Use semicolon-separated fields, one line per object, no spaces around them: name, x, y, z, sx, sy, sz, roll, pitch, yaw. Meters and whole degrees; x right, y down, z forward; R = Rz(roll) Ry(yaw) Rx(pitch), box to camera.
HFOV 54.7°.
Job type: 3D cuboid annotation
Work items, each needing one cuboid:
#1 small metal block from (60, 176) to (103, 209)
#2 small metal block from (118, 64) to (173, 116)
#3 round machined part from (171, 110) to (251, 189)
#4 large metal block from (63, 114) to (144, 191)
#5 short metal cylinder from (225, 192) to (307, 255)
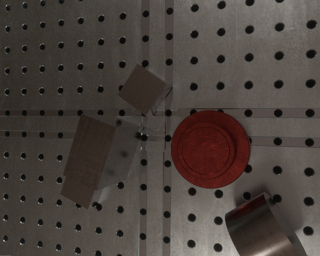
small metal block;-0.110;0.082;0.450;0.050;0.025;0.050;23;97;18
small metal block;-0.020;-0.051;0.419;0.050;0.025;0.050;37;102;16
round machined part;0.060;0.027;0.382;0.098;0.042;0.097;0;90;19
large metal block;-0.071;0.028;0.407;0.050;0.080;0.080;20;97;18
short metal cylinder;0.116;0.119;0.342;0.050;0.080;0.080;-35;79;16
